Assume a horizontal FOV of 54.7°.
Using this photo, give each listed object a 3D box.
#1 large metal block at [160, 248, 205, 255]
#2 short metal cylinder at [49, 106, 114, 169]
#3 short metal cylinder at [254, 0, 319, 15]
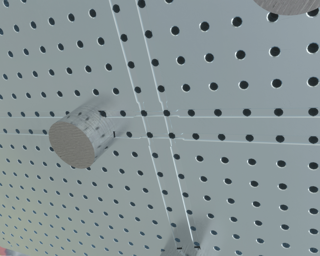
[{"bbox_3d":[0.031,0.251,0.515,0.080,0.080,0.050,-21,107,36],"label":"large metal block"},{"bbox_3d":[-0.118,0.014,0.466,0.080,0.050,0.079,13,124,21],"label":"short metal cylinder"},{"bbox_3d":[0.112,-0.138,0.251,0.080,0.050,0.079,13,124,21],"label":"short metal cylinder"}]
